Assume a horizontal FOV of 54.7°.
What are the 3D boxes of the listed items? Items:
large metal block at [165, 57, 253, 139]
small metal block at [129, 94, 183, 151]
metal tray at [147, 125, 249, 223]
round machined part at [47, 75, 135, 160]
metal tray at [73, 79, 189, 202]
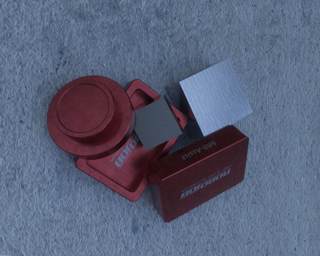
[{"bbox_3d":[0.066,-0.039,0.421,0.080,0.050,0.080,-28,100,-18],"label":"large metal block"},{"bbox_3d":[-0.006,-0.007,0.384,0.050,0.025,0.050,-26,102,10],"label":"small metal block"},{"bbox_3d":[0.052,0.060,0.402,0.131,0.030,0.089,-24,134,-18],"label":"metal tray"},{"bbox_3d":[-0.080,-0.016,0.349,0.099,0.042,0.098,-1,73,5],"label":"round machined part"},{"bbox_3d":[-0.035,0.015,0.394,0.090,0.030,0.130,37,78,-17],"label":"metal tray"}]
